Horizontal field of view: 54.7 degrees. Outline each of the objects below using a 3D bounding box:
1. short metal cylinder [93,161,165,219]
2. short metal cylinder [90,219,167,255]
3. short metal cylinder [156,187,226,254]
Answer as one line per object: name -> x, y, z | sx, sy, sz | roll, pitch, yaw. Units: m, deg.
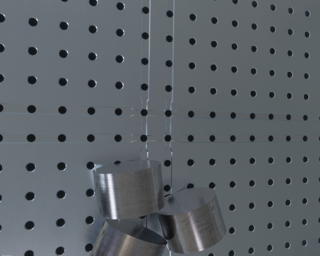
short metal cylinder -> -0.036, 0.070, 0.370 | 0.081, 0.080, 0.050 | -7, 93, -20
short metal cylinder -> -0.038, 0.146, 0.370 | 0.080, 0.080, 0.050 | 24, 82, -19
short metal cylinder -> 0.039, 0.116, 0.398 | 0.081, 0.080, 0.050 | -19, 97, -19
